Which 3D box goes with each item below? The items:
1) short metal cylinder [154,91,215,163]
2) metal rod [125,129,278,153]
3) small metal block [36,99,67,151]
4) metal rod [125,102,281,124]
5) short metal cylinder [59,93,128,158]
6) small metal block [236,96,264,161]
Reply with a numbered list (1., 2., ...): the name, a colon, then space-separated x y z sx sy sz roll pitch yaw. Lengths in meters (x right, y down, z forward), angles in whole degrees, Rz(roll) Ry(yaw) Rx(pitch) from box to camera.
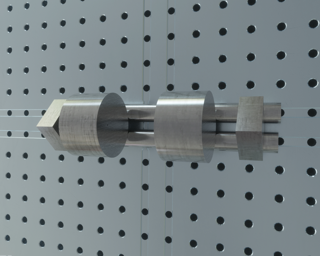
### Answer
1. short metal cylinder: 0.031 -0.002 0.349 0.050 0.080 0.079 1 90 20
2. metal rod: -0.003 0.015 0.414 0.301 0.025 0.025 1 91 19
3. small metal block: -0.133 -0.004 0.422 0.025 0.050 0.050 1 48 20
4. metal rod: 0.000 -0.020 0.413 0.301 0.025 0.025 1 91 19
5. short metal cylinder: -0.080 -0.004 0.388 0.050 0.080 0.079 1 90 20
6. small metal block: 0.100 0.001 0.340 0.025 0.050 0.050 1 49 20
